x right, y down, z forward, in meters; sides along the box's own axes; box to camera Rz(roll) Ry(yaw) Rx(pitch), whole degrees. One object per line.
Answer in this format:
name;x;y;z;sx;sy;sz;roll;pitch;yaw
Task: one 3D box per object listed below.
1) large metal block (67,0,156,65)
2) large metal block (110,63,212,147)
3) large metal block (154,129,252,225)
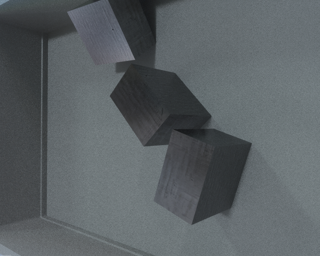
large metal block;-0.064;-0.136;0.419;0.080;0.050;0.080;3;129;40
large metal block;0.001;-0.026;0.370;0.050;0.081;0.080;-51;60;28
large metal block;0.047;0.047;0.332;0.050;0.081;0.079;23;105;37
